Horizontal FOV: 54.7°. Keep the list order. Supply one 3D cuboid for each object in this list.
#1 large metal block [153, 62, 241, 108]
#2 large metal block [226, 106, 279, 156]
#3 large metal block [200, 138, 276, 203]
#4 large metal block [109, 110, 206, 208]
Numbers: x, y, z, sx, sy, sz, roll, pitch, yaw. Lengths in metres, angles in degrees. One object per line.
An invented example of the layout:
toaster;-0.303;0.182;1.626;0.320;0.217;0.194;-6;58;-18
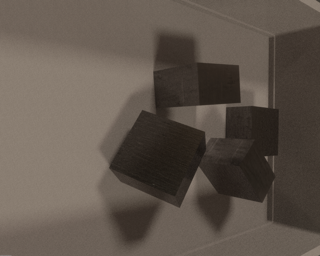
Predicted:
large metal block;0.049;-0.055;0.414;0.081;0.080;0.050;-7;95;-40
large metal block;0.157;0.006;0.525;0.081;0.050;0.079;2;89;-40
large metal block;0.114;0.062;0.470;0.050;0.080;0.080;-52;121;-28
large metal block;0.001;0.036;0.364;0.080;0.080;0.050;-62;160;-21
